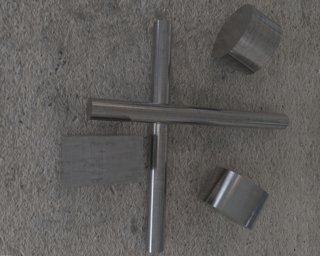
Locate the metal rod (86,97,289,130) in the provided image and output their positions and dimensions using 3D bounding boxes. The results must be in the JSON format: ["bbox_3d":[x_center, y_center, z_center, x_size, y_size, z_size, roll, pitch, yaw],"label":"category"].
[{"bbox_3d":[0.056,-0.016,0.409,0.303,0.025,0.025,2,89,-28],"label":"metal rod"}]

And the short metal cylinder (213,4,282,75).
[{"bbox_3d":[0.117,-0.119,0.423,0.050,0.080,0.080,26,82,-18],"label":"short metal cylinder"}]

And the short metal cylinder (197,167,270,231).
[{"bbox_3d":[0.098,0.094,0.416,0.080,0.080,0.050,35,79,-17],"label":"short metal cylinder"}]

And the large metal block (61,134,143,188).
[{"bbox_3d":[-0.070,0.033,0.354,0.081,0.080,0.050,0,90,-20],"label":"large metal block"}]

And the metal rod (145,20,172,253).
[{"bbox_3d":[-0.001,0.010,0.408,0.025,0.025,0.298,2,89,-20],"label":"metal rod"}]
